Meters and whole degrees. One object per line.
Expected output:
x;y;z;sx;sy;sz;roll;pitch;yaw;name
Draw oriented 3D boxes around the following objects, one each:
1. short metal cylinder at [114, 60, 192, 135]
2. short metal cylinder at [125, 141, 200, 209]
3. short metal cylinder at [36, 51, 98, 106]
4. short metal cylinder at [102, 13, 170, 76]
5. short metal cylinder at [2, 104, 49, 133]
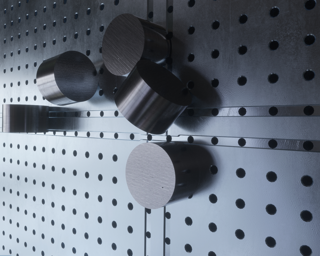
-0.008;-0.038;0.380;0.050;0.081;0.080;-50;61;29;short metal cylinder
0.003;0.057;0.391;0.080;0.050;0.079;0;90;40;short metal cylinder
-0.147;-0.078;0.495;0.050;0.081;0.080;-6;86;40;short metal cylinder
-0.033;-0.108;0.421;0.080;0.050;0.079;0;90;40;short metal cylinder
-0.251;-0.018;0.581;0.080;0.081;0.050;2;92;40;short metal cylinder
